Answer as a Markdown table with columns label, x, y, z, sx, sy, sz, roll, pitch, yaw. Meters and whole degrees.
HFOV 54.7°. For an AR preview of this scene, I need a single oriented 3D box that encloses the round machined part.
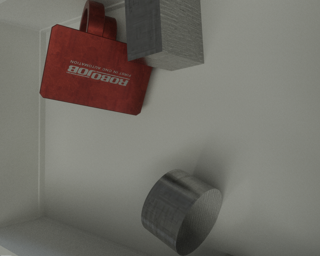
| label | x | y | z | sx | sy | sz | roll | pitch | yaw |
| --- | --- | --- | --- | --- | --- | --- | --- | --- | --- |
| round machined part | -0.092 | -0.131 | 0.453 | 0.098 | 0.042 | 0.097 | -172 | 90 | -67 |

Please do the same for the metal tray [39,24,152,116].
| label | x | y | z | sx | sy | sz | roll | pitch | yaw |
| --- | --- | --- | --- | --- | --- | --- | --- | --- | --- |
| metal tray | -0.080 | -0.073 | 0.404 | 0.030 | 0.131 | 0.089 | -136 | 59 | -65 |

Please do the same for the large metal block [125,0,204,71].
| label | x | y | z | sx | sy | sz | roll | pitch | yaw |
| --- | --- | --- | --- | --- | --- | --- | --- | --- | --- |
| large metal block | 0.007 | -0.116 | 0.364 | 0.050 | 0.081 | 0.080 | -5 | 87 | 39 |

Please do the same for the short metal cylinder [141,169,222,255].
| label | x | y | z | sx | sy | sz | roll | pitch | yaw |
| --- | --- | --- | --- | --- | --- | --- | --- | --- | --- |
| short metal cylinder | 0.025 | 0.093 | 0.348 | 0.050 | 0.081 | 0.079 | 25 | 106 | 37 |

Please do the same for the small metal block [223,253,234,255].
| label | x | y | z | sx | sy | sz | roll | pitch | yaw |
| --- | --- | --- | --- | --- | --- | --- | --- | --- | --- |
| small metal block | 0.080 | 0.159 | 0.323 | 0.050 | 0.050 | 0.025 | 6 | 94 | 39 |
